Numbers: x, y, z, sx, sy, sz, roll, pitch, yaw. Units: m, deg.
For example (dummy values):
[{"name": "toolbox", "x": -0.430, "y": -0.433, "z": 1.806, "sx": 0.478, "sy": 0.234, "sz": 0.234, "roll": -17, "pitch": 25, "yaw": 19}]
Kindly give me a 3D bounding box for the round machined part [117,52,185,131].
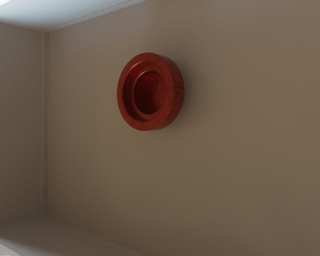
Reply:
[{"name": "round machined part", "x": -0.007, "y": -0.045, "z": 0.403, "sx": 0.098, "sy": 0.042, "sz": 0.097, "roll": 0, "pitch": 90, "yaw": 40}]
